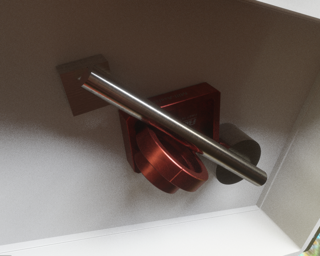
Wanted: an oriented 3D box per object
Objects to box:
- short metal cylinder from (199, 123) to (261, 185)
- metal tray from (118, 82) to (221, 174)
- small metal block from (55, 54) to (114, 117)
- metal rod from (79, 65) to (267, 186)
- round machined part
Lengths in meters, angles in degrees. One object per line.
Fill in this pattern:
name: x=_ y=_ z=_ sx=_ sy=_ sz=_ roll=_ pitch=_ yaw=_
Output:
short metal cylinder: x=0.106 y=0.040 z=0.475 sx=0.081 sy=0.050 sz=0.079 roll=-14 pitch=125 yaw=-21
metal tray: x=0.017 y=-0.001 z=0.413 sx=0.131 sy=0.030 sz=0.089 roll=-18 pitch=126 yaw=-19
small metal block: x=-0.079 y=-0.047 z=0.336 sx=0.050 sy=0.025 sz=0.050 roll=-20 pitch=127 yaw=-17
metal rod: x=0.038 y=0.012 z=0.384 sx=0.301 sy=0.025 sz=0.025 roll=30 pitch=102 yaw=-32
round machined part: x=0.008 y=0.040 z=0.374 sx=0.098 sy=0.098 sz=0.042 roll=31 pitch=109 yaw=-38
